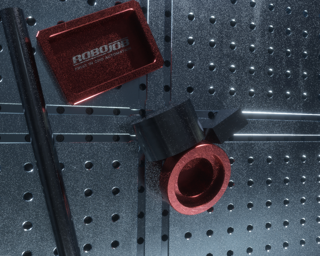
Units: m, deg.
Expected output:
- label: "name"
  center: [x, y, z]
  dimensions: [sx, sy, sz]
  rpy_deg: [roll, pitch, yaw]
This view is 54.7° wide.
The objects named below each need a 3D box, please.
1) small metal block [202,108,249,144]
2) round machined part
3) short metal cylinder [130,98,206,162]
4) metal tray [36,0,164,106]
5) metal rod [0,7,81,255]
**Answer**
- label: "small metal block"
  center: [0.085, -0.003, 0.432]
  dimensions: [0.050, 0.050, 0.025]
  rpy_deg: [-34, 102, -17]
- label: "round machined part"
  center: [0.042, 0.061, 0.411]
  dimensions: [0.099, 0.042, 0.097]
  rpy_deg: [-9, 110, -26]
- label: "short metal cylinder"
  center: [0.010, 0.001, 0.387]
  dimensions: [0.081, 0.080, 0.050]
  rpy_deg: [-27, 98, -18]
- label: "metal tray"
  center: [-0.071, -0.093, 0.384]
  dimensions: [0.131, 0.030, 0.090]
  rpy_deg: [-27, 99, -18]
- label: "metal rod"
  center: [-0.138, 0.014, 0.362]
  dimensions: [0.025, 0.025, 0.298]
  rpy_deg: [-13, 95, -20]
